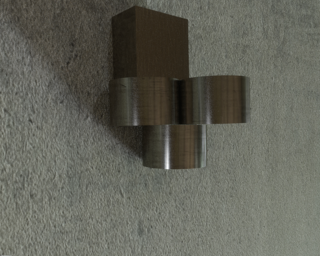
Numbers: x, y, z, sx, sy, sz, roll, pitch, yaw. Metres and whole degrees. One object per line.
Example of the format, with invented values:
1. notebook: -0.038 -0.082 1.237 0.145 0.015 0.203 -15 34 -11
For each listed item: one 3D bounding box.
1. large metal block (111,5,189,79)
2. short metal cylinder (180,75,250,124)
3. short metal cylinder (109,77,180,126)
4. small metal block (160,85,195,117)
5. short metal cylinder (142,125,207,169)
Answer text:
1. large metal block: -0.011 -0.095 0.381 0.081 0.050 0.079 -2 92 -40
2. short metal cylinder: 0.062 -0.030 0.358 0.081 0.080 0.050 -3 92 -40
3. short metal cylinder: -0.017 -0.029 0.356 0.081 0.080 0.050 -3 92 -40
4. small metal block: 0.022 -0.030 0.411 0.025 0.050 0.050 1 89 -40
5. short metal cylinder: 0.018 0.021 0.386 0.081 0.080 0.050 -1 91 -40
